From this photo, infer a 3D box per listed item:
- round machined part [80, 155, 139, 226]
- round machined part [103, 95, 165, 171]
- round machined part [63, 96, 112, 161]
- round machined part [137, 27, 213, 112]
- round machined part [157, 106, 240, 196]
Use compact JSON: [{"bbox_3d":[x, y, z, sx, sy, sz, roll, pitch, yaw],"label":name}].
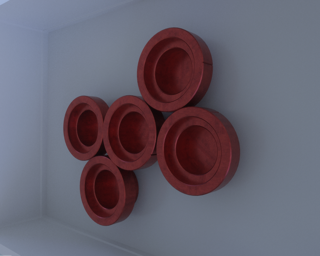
[{"bbox_3d":[-0.070,0.088,0.449,0.098,0.042,0.097,0,90,40],"label":"round machined part"},{"bbox_3d":[-0.029,0.006,0.415,0.098,0.042,0.097,0,90,40],"label":"round machined part"},{"bbox_3d":[-0.103,0.000,0.478,0.098,0.042,0.097,0,90,40],"label":"round machined part"},{"bbox_3d":[0.022,-0.067,0.375,0.098,0.042,0.097,0,90,40],"label":"round machined part"},{"bbox_3d":[0.047,0.025,0.354,0.098,0.042,0.097,0,90,40],"label":"round machined part"}]
